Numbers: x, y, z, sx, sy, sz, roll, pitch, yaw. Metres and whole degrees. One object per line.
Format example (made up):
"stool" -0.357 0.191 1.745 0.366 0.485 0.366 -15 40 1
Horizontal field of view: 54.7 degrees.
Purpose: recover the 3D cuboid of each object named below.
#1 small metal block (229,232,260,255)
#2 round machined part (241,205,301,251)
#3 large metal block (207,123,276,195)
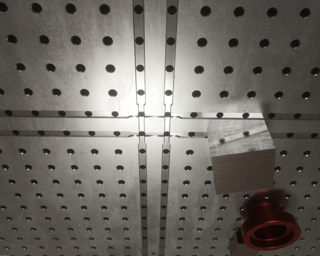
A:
"small metal block" 0.169 0.231 0.611 0.050 0.025 0.050 6 130 -6
"round machined part" 0.194 0.175 0.553 0.099 0.042 0.097 -1 130 0
"large metal block" 0.113 0.045 0.435 0.080 0.050 0.080 -9 130 7
